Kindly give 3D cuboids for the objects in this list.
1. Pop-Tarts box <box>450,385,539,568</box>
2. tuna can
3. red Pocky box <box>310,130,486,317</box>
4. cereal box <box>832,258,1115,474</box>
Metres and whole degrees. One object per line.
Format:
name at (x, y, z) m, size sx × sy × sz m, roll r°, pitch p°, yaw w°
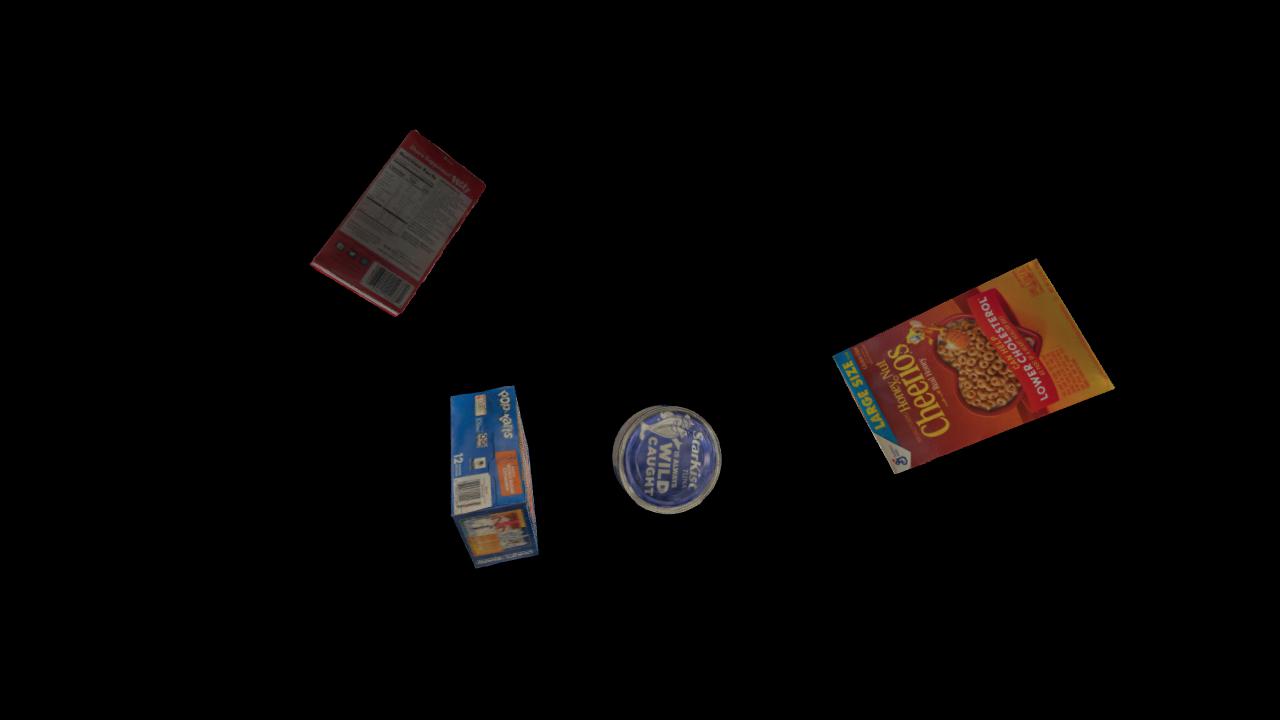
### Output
Pop-Tarts box at (-0.178, 0.143, 0.758) m, size 0.083 × 0.167 × 0.141 m, roll -8°, pitch -41°, yaw -8°
tuna can at (0.021, 0.078, 0.492) m, size 0.084 × 0.084 × 0.034 m, roll 0°, pitch -1°, yaw -13°
red Pocky box at (-0.213, -0.123, 0.557) m, size 0.083 × 0.155 × 0.028 m, roll 35°, pitch -22°, yaw -23°
cereal box at (0.472, 0.017, 0.905) m, size 0.306 × 0.203 × 0.081 m, roll -28°, pitch -12°, yaw 21°
